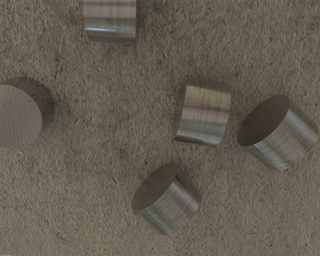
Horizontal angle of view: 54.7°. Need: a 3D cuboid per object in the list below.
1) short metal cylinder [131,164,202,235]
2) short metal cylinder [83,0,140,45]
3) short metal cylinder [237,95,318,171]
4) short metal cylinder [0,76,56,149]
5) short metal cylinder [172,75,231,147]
[{"bbox_3d":[0.008,0.094,0.415,0.080,0.080,0.050,-39,106,13],"label":"short metal cylinder"},{"bbox_3d":[-0.048,-0.132,0.331,0.050,0.080,0.079,4,110,-1],"label":"short metal cylinder"},{"bbox_3d":[0.143,0.005,0.384,0.050,0.080,0.080,39,105,-13],"label":"short metal cylinder"},{"bbox_3d":[-0.179,-0.020,0.387,0.081,0.050,0.079,0,110,0],"label":"short metal cylinder"},{"bbox_3d":[0.047,-0.020,0.373,0.050,0.080,0.079,10,110,-4],"label":"short metal cylinder"}]
